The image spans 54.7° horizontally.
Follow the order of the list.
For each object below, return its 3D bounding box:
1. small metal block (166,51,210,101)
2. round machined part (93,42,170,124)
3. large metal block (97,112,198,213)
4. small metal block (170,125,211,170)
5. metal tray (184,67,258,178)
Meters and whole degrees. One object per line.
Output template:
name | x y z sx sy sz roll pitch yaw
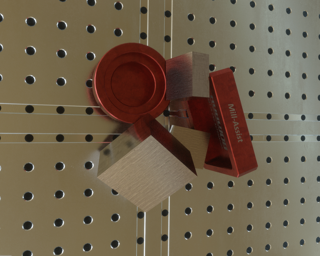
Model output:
small metal block | 0.032 -0.059 0.368 0.025 0.050 0.050 0 89 -35
round machined part | -0.036 -0.054 0.391 0.099 0.042 0.097 0 90 -21
large metal block | -0.016 0.042 0.370 0.080 0.050 0.080 -38 118 16
small metal block | 0.037 0.026 0.422 0.050 0.025 0.050 12 90 -9
metal tray | 0.074 -0.006 0.407 0.030 0.090 0.129 -19 97 -19
